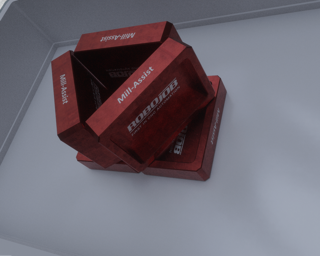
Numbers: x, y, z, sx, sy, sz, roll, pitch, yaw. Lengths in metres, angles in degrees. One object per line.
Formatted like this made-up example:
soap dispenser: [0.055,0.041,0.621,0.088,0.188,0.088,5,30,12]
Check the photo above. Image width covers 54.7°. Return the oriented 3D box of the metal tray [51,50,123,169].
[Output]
metal tray: [-0.089,-0.024,0.384,0.030,0.090,0.130,-28,52,11]

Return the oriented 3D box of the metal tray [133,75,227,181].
metal tray: [0.026,-0.003,0.390,0.090,0.030,0.130,1,61,29]

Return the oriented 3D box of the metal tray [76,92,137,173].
metal tray: [-0.054,-0.005,0.434,0.090,0.030,0.130,1,61,28]

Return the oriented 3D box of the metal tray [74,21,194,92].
metal tray: [-0.030,-0.083,0.388,0.130,0.090,0.030,2,63,29]

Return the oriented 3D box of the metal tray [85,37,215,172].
metal tray: [-0.005,-0.022,0.338,0.130,0.090,0.030,-46,51,-4]
